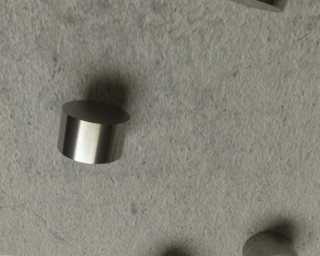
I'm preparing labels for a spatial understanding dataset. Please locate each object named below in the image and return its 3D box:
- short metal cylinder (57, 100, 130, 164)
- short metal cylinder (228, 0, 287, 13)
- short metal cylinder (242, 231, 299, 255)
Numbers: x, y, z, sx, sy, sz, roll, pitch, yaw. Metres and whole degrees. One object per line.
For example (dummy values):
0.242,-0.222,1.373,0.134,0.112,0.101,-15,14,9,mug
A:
-0.081,0.003,0.380,0.081,0.080,0.050,12,110,-5,short metal cylinder
0.099,-0.158,0.324,0.081,0.080,0.050,15,109,-6,short metal cylinder
0.173,0.207,0.476,0.081,0.050,0.079,0,110,-1,short metal cylinder
